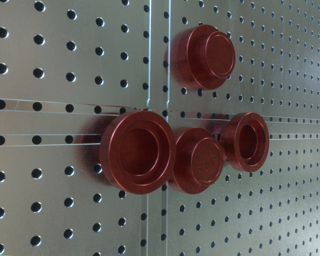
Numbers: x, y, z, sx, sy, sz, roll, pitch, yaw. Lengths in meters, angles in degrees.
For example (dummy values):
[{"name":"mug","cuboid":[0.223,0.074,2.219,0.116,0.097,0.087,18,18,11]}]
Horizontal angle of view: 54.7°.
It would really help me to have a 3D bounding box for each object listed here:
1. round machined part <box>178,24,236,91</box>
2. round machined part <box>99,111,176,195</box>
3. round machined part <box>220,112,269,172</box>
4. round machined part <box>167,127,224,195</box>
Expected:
[{"name":"round machined part","cuboid":[0.076,-0.106,0.464,0.099,0.042,0.097,0,90,-40]},{"name":"round machined part","cuboid":[-0.030,0.028,0.375,0.099,0.042,0.097,0,90,-40]},{"name":"round machined part","cuboid":[0.137,0.023,0.516,0.099,0.042,0.097,0,90,-40]},{"name":"round machined part","cuboid":[0.054,0.047,0.446,0.099,0.042,0.097,0,90,-40]}]
